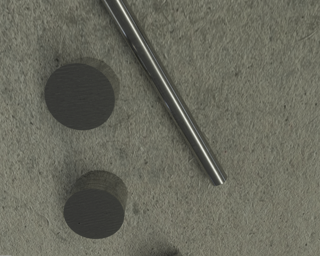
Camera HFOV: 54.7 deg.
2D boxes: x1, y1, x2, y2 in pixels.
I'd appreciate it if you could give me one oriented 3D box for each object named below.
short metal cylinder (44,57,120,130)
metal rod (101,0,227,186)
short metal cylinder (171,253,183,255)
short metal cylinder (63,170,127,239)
[{"bbox_3d":[-0.092,-0.043,0.380,0.081,0.050,0.079,0,110,0],"label":"short metal cylinder"},{"bbox_3d":[0.008,-0.048,0.392,0.025,0.025,0.299,-29,108,10],"label":"metal rod"},{"bbox_3d":[0.019,0.238,0.469,0.050,0.080,0.080,-24,109,8],"label":"short metal cylinder"},{"bbox_3d":[-0.088,0.107,0.435,0.081,0.050,0.079,0,110,0],"label":"short metal cylinder"}]
